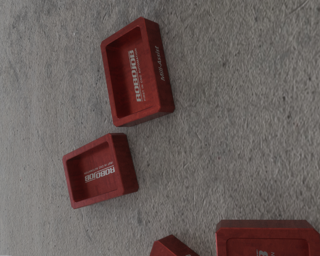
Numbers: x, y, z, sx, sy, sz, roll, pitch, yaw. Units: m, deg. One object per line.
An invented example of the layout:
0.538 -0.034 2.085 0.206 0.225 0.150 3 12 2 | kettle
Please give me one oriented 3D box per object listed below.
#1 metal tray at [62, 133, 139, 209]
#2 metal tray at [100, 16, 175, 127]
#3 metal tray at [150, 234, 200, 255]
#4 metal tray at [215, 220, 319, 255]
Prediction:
-0.097 0.069 0.481 0.130 0.030 0.090 -24 75 37 | metal tray
-0.034 -0.074 0.429 0.090 0.030 0.129 -17 79 38 | metal tray
0.037 0.204 0.371 0.130 0.030 0.089 27 107 36 | metal tray
0.102 0.155 0.292 0.090 0.030 0.129 -4 87 12 | metal tray
